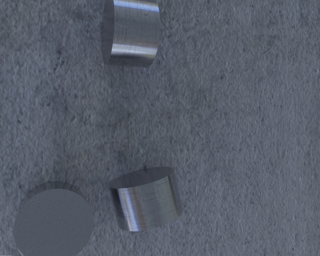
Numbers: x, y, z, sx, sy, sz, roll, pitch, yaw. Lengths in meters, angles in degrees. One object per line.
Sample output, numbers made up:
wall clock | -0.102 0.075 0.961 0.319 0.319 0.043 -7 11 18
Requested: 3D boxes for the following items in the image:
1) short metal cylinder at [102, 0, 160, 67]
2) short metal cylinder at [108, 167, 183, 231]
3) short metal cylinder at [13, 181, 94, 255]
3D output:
short metal cylinder | -0.037 -0.113 0.367 0.050 0.080 0.079 0 90 -20
short metal cylinder | -0.017 0.083 0.375 0.081 0.080 0.050 -14 95 -20
short metal cylinder | -0.120 0.104 0.352 0.081 0.050 0.079 0 90 -20
